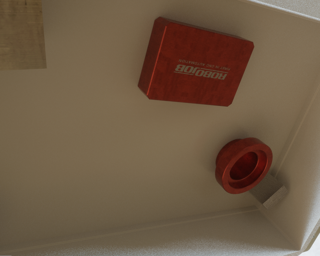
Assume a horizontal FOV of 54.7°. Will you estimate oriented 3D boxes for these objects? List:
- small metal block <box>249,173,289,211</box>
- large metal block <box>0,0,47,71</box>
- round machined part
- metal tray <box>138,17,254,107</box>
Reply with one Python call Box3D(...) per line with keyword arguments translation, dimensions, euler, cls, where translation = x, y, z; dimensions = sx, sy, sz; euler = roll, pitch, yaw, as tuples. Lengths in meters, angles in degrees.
Box3D(translation=(0.198, 0.115, 0.574), dimensions=(0.050, 0.050, 0.025), euler=(-42, 122, 1), cls="small metal block")
Box3D(translation=(-0.125, -0.097, 0.245), dimensions=(0.050, 0.080, 0.079), euler=(-8, 122, -25), cls="large metal block")
Box3D(translation=(0.131, 0.057, 0.507), dimensions=(0.099, 0.042, 0.097), euler=(-14, 125, -21), cls="round machined part")
Box3D(translation=(0.046, -0.077, 0.385), dimensions=(0.131, 0.030, 0.089), euler=(2, 117, -30), cls="metal tray")
